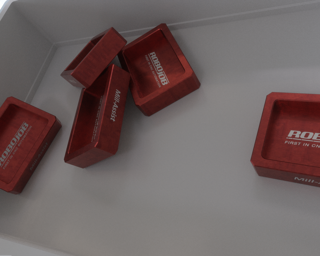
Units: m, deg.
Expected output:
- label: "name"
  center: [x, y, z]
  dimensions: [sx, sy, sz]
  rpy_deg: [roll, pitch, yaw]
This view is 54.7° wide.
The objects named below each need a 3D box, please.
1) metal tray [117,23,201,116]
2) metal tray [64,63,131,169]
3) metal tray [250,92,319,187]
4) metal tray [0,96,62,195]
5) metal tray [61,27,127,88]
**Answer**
- label: "metal tray"
  center: [-0.006, -0.090, 0.460]
  dimensions: [0.090, 0.030, 0.130]
  rpy_deg: [-29, 52, 9]
- label: "metal tray"
  center: [-0.088, -0.016, 0.436]
  dimensions: [0.090, 0.030, 0.130]
  rpy_deg: [-25, 49, 43]
- label: "metal tray"
  center: [0.166, 0.012, 0.307]
  dimensions: [0.130, 0.030, 0.090]
  rpy_deg: [7, 65, 31]
- label: "metal tray"
  center: [-0.227, 0.025, 0.481]
  dimensions: [0.090, 0.030, 0.130]
  rpy_deg: [24, 72, 7]
- label: "metal tray"
  center: [-0.109, -0.108, 0.489]
  dimensions: [0.090, 0.030, 0.130]
  rpy_deg: [-52, 24, -9]
